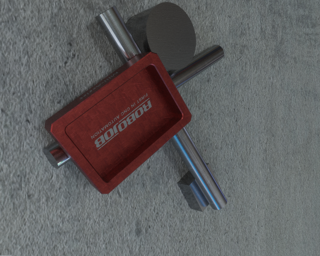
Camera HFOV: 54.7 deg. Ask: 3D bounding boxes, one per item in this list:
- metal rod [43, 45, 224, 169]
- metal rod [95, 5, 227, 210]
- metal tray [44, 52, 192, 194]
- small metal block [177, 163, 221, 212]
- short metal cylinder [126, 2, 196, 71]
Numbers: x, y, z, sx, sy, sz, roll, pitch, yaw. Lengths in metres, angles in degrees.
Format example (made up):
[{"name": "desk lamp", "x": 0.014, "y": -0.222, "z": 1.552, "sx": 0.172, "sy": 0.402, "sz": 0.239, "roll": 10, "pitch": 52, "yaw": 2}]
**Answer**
[{"name": "metal rod", "x": -0.011, "y": -0.044, "z": 0.399, "sx": 0.302, "sy": 0.025, "sz": 0.025, "roll": -37, "pitch": 113, "yaw": -34}, {"name": "metal rod", "x": 0.014, "y": -0.007, "z": 0.388, "sx": 0.025, "sy": 0.025, "sz": 0.299, "roll": -47, "pitch": 118, "yaw": -30}, {"name": "metal tray", "x": -0.037, "y": -0.007, "z": 0.323, "sx": 0.131, "sy": 0.030, "sz": 0.090, "roll": -41, "pitch": 115, "yaw": -20}, {"name": "small metal block", "x": 0.059, "y": 0.086, "z": 0.458, "sx": 0.050, "sy": 0.025, "sz": 0.050, "roll": -41, "pitch": 115, "yaw": -32}, {"name": "short metal cylinder", "x": -0.001, "y": -0.110, "z": 0.390, "sx": 0.081, "sy": 0.050, "sz": 0.079, "roll": 0, "pitch": 90, "yaw": -40}]
